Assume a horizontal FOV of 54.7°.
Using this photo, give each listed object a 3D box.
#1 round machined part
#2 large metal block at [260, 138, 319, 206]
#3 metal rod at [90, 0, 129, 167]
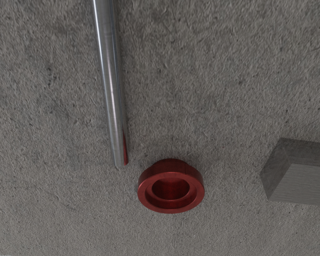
[{"bbox_3d":[0.016,0.084,0.467,0.099,0.042,0.097,0,130,0],"label":"round machined part"},{"bbox_3d":[0.203,0.064,0.448,0.081,0.050,0.079,7,130,-6],"label":"large metal block"},{"bbox_3d":[-0.056,-0.067,0.349,0.025,0.025,0.298,0,130,0],"label":"metal rod"}]
